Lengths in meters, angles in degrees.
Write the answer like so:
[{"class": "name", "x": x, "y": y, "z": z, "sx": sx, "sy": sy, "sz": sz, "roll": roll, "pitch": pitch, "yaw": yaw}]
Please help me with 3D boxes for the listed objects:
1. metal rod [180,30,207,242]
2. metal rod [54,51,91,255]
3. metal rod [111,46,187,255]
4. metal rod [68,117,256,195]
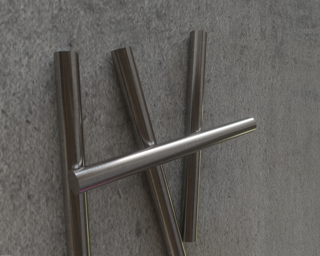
[{"class": "metal rod", "x": 0.048, "y": 0.010, "z": 0.447, "sx": 0.025, "sy": 0.025, "sz": 0.298, "roll": 5, "pitch": 87, "yaw": -40}, {"class": "metal rod", "x": -0.090, "y": 0.071, "z": 0.330, "sx": 0.025, "sy": 0.025, "sz": 0.298, "roll": -5, "pitch": 94, "yaw": -40}, {"class": "metal rod", "x": -0.010, "y": 0.047, "z": 0.398, "sx": 0.025, "sy": 0.025, "sz": 0.298, "roll": -24, "pitch": 106, "yaw": -38}, {"class": "metal rod", "x": 0.029, "y": 0.024, "z": 0.397, "sx": 0.302, "sy": 0.025, "sz": 0.025, "roll": -15, "pitch": 100, "yaw": -39}]
